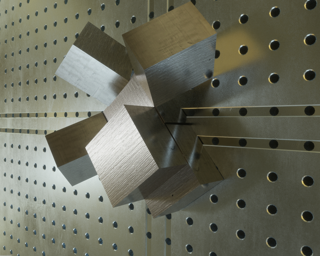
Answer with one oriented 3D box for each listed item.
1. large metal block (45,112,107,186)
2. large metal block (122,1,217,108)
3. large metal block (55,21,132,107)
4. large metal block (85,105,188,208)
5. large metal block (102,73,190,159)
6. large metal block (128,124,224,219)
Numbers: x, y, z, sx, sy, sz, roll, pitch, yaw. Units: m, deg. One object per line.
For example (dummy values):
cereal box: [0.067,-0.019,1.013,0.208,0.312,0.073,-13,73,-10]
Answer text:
large metal block: [-0.105,0.032,0.442,0.050,0.080,0.080,60,165,24]
large metal block: [0.013,-0.078,0.343,0.080,0.080,0.050,-28,66,-6]
large metal block: [-0.084,-0.088,0.424,0.050,0.080,0.080,-45,24,31]
large metal block: [-0.029,0.031,0.351,0.080,0.050,0.080,-44,64,30]
large metal block: [-0.021,-0.014,0.411,0.080,0.050,0.080,-46,63,30]
large metal block: [0.016,0.052,0.380,0.080,0.050,0.080,-43,63,30]
